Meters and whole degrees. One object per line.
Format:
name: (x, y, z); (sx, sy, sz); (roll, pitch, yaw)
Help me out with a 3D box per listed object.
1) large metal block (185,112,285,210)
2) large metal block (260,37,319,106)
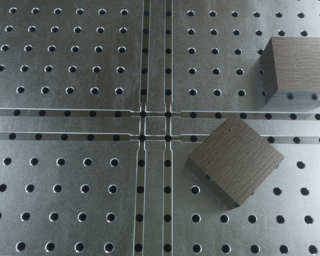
large metal block: (0.089, 0.042, 0.384); (0.080, 0.050, 0.080); (-42, 76, -14)
large metal block: (0.190, -0.077, 0.429); (0.081, 0.050, 0.080); (1, 70, 0)
